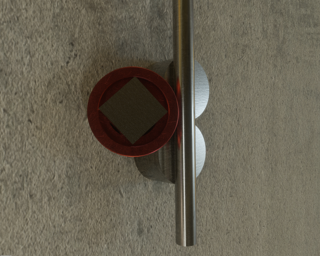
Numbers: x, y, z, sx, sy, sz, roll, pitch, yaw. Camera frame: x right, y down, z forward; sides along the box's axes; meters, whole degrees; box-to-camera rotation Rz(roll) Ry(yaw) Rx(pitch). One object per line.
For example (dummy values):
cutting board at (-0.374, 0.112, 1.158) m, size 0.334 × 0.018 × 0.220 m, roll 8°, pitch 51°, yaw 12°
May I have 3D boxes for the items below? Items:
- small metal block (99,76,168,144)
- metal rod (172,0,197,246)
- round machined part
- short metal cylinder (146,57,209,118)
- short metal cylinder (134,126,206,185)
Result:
small metal block at (-0.029, -0.018, 0.329) m, size 0.050 × 0.025 × 0.050 m, roll -44°, pitch 96°, yaw -10°
metal rod at (0.029, -0.014, 0.366) m, size 0.025 × 0.025 × 0.298 m, roll -1°, pitch 91°, yaw -40°
round machined part at (-0.031, -0.017, 0.352) m, size 0.099 × 0.042 × 0.097 m, roll 0°, pitch 88°, yaw -11°
short metal cylinder at (0.019, -0.050, 0.406) m, size 0.081 × 0.050 × 0.079 m, roll 0°, pitch 90°, yaw -40°
short metal cylinder at (0.013, 0.031, 0.400) m, size 0.081 × 0.050 × 0.080 m, roll 1°, pitch 89°, yaw -40°
